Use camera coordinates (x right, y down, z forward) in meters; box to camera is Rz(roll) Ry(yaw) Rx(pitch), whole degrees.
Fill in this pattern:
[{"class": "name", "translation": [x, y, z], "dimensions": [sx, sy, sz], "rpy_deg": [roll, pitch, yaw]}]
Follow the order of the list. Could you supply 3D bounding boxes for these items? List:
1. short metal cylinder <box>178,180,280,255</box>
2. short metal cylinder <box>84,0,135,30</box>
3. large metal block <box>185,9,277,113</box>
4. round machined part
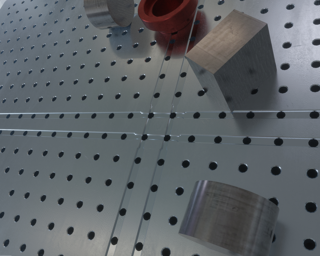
[{"class": "short metal cylinder", "translation": [0.063, 0.088, 0.286], "dimensions": [0.080, 0.080, 0.050], "rpy_deg": [9, 66, 32]}, {"class": "short metal cylinder", "translation": [-0.089, -0.220, 0.555], "dimensions": [0.050, 0.080, 0.080], "rpy_deg": [4, 64, 30]}, {"class": "large metal block", "translation": [0.088, -0.079, 0.375], "dimensions": [0.080, 0.080, 0.050], "rpy_deg": [-44, 51, -2]}, {"class": "round machined part", "translation": [0.017, -0.195, 0.509], "dimensions": [0.098, 0.042, 0.098], "rpy_deg": [-13, 56, 21]}]
